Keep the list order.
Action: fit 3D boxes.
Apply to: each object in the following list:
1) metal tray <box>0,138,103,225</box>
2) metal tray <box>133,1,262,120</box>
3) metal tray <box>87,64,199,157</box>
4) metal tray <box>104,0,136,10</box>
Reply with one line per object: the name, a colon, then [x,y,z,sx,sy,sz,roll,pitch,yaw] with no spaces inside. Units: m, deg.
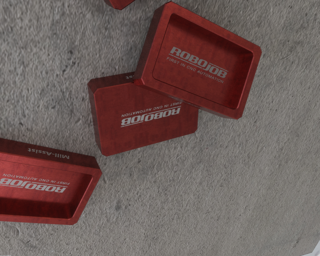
metal tray: [-0.146,0.067,0.364,0.131,0.030,0.089,17,110,-35]
metal tray: [0.045,-0.071,0.349,0.131,0.030,0.090,18,89,-23]
metal tray: [-0.016,-0.024,0.380,0.131,0.030,0.089,-14,125,-21]
metal tray: [-0.015,-0.183,0.281,0.130,0.030,0.090,-37,129,-3]
